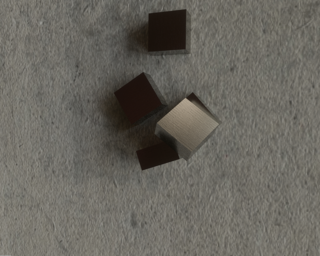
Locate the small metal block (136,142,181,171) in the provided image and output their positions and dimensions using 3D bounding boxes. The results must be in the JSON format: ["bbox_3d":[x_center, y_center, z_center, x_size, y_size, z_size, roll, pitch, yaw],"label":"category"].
[{"bbox_3d":[0.005,0.032,0.393,0.050,0.050,0.025,-19,84,18],"label":"small metal block"}]

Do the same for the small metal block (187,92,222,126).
[{"bbox_3d":[0.042,-0.009,0.394,0.050,0.025,0.050,-42,77,15],"label":"small metal block"}]

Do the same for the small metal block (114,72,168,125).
[{"bbox_3d":[-0.025,-0.039,0.417,0.050,0.025,0.050,-33,80,16],"label":"small metal block"}]

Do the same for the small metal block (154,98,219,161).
[{"bbox_3d":[0.030,0.001,0.357,0.050,0.025,0.050,40,63,15],"label":"small metal block"}]

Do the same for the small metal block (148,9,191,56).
[{"bbox_3d":[0.013,-0.123,0.404,0.050,0.025,0.050,1,90,19],"label":"small metal block"}]
